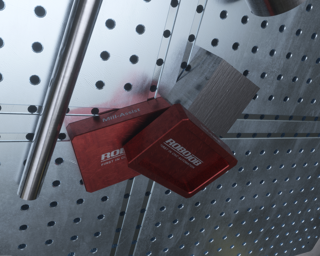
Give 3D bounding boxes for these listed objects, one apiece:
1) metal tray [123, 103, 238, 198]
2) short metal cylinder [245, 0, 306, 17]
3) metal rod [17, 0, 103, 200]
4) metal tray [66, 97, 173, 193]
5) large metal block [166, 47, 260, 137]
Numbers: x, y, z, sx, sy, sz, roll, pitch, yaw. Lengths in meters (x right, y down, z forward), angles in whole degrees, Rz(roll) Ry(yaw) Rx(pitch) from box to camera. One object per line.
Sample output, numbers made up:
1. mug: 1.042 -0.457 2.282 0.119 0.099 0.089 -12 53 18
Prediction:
1. metal tray: 0.029 0.035 0.393 0.090 0.030 0.130 -40 133 15
2. short metal cylinder: 0.127 -0.170 0.339 0.080 0.080 0.050 -44 129 2
3. metal rod: -0.101 -0.050 0.325 0.025 0.025 0.298 11 113 -33
4. metal tray: -0.043 0.021 0.398 0.131 0.030 0.089 -18 126 -18
5. large metal block: 0.068 -0.045 0.405 0.080 0.050 0.080 26 104 -37
